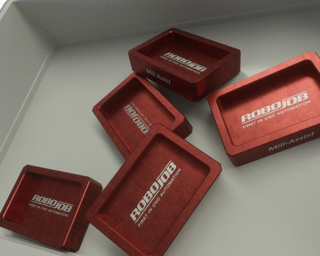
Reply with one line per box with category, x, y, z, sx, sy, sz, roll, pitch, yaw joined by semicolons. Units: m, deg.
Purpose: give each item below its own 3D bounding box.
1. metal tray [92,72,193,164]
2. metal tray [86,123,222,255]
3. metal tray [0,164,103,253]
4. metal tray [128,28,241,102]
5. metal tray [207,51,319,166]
metal tray;-0.028;-0.013;0.425;0.090;0.030;0.130;-41;51;0
metal tray;-0.005;0.071;0.339;0.090;0.030;0.130;35;80;14
metal tray;-0.150;0.104;0.417;0.130;0.030;0.090;5;64;30
metal tray;0.031;-0.091;0.421;0.091;0.030;0.130;-36;47;-25
metal tray;0.128;-0.022;0.348;0.130;0.030;0.090;-23;53;14
